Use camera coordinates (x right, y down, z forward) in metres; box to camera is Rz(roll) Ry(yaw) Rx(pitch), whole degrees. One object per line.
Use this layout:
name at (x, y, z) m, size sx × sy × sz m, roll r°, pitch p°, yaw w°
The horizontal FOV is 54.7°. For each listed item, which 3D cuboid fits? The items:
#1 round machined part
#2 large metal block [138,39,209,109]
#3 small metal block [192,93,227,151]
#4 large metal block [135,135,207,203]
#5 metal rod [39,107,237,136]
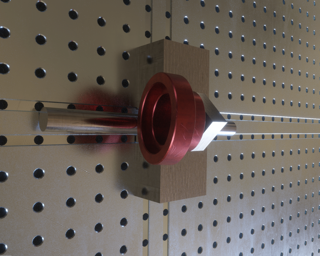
round machined part at (0.013, -0.009, 0.335) m, size 0.042 × 0.098 × 0.097 m, roll 5°, pitch 87°, yaw -26°
large metal block at (0.019, -0.065, 0.409) m, size 0.081 × 0.050 × 0.080 m, roll 1°, pitch 90°, yaw -40°
small metal block at (0.045, -0.007, 0.373) m, size 0.025 × 0.050 × 0.050 m, roll 1°, pitch 46°, yaw -40°
large metal block at (0.016, 0.049, 0.406) m, size 0.081 × 0.050 × 0.080 m, roll 2°, pitch 89°, yaw -40°
metal rod at (-0.001, -0.004, 0.408) m, size 0.302 × 0.025 × 0.025 m, roll 2°, pitch 89°, yaw -40°
